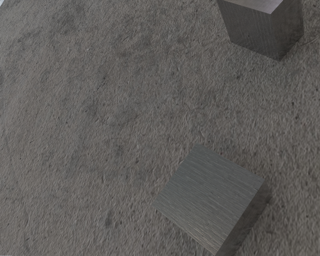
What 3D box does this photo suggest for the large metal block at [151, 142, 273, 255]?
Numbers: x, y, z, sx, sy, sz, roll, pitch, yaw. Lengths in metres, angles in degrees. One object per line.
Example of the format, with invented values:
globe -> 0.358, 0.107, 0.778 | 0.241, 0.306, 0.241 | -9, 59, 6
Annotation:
large metal block -> 0.053, 0.074, 0.315 | 0.080, 0.050, 0.080 | 30, 78, 37

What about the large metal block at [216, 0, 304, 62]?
large metal block -> 0.127, -0.140, 0.388 | 0.050, 0.080, 0.080 | -48, 51, -5
